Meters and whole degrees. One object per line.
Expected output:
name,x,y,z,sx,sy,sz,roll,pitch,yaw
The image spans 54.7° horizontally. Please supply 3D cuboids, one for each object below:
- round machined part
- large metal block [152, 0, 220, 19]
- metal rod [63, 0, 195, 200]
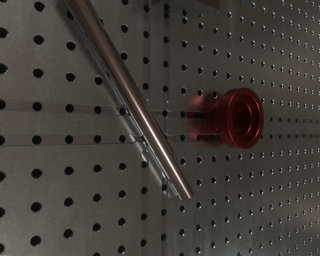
round machined part,0.124,-0.015,0.505,0.099,0.042,0.097,0,90,-40
large metal block,0.037,-0.205,0.425,0.081,0.050,0.079,1,90,-40
metal rod,-0.028,-0.027,0.386,0.025,0.025,0.299,-44,117,-31
